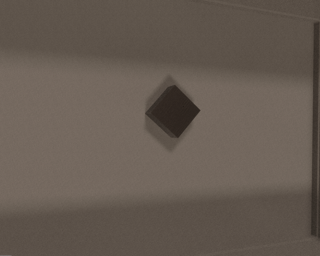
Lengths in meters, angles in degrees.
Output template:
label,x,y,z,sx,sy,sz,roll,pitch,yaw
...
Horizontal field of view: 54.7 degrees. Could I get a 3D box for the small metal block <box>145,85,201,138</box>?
label,x,y,z,sx,sy,sz,roll,pitch,yaw
small metal block,0.017,-0.022,0.418,0.050,0.025,0.050,43,76,-15
